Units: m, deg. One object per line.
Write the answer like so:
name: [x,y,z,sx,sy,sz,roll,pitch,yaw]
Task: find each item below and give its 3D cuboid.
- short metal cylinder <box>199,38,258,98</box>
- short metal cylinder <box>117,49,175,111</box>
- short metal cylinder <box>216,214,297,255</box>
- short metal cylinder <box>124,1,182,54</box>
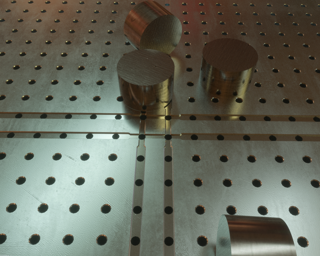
short metal cylinder: [0.102,-0.092,0.470,0.081,0.050,0.080,0,50,0]
short metal cylinder: [-0.020,-0.070,0.450,0.081,0.050,0.080,0,50,0]
short metal cylinder: [0.081,0.119,0.273,0.050,0.080,0.080,3,50,2]
short metal cylinder: [-0.012,-0.158,0.504,0.081,0.080,0.050,-27,55,-21]
